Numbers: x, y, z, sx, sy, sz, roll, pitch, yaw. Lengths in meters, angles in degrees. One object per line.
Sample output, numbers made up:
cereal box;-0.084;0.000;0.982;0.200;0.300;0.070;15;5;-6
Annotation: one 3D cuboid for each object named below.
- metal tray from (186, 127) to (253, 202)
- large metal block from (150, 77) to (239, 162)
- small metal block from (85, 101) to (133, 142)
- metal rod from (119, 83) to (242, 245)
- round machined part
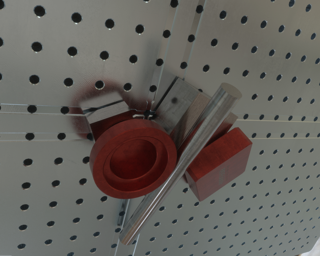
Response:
metal tray;0.084;0.058;0.453;0.090;0.030;0.130;-33;154;-6
large metal block;0.041;-0.007;0.409;0.080;0.050;0.080;25;105;-37
small metal block;-0.058;0.001;0.377;0.050;0.025;0.050;-20;126;-17
metal rod;0.010;0.067;0.402;0.025;0.025;0.298;6;131;-31
round machined part;-0.033;0.032;0.362;0.099;0.042;0.097;-12;124;-18
